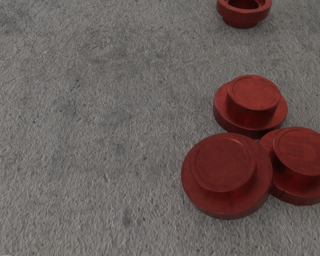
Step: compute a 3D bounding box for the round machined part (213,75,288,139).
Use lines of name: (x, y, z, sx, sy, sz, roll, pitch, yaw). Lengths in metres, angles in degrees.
round machined part: (0.124, -0.035, 0.423, 0.099, 0.042, 0.098, 0, 50, 0)

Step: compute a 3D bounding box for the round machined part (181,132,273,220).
round machined part: (0.070, 0.045, 0.336, 0.098, 0.042, 0.098, -10, 53, 14)

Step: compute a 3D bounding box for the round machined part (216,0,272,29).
round machined part: (0.154, -0.222, 0.580, 0.099, 0.042, 0.098, 0, 50, 0)

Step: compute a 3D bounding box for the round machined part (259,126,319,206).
round machined part: (0.162, 0.037, 0.362, 0.099, 0.042, 0.098, 0, 50, 0)
